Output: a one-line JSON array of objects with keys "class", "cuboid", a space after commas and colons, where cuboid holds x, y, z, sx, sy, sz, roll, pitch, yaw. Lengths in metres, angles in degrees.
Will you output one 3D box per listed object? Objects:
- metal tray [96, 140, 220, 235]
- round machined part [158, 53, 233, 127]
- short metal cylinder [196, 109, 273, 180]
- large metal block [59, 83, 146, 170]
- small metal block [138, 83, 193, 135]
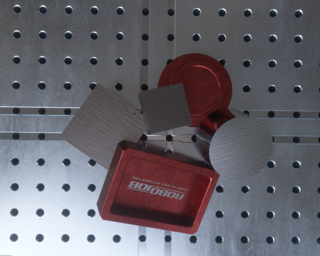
[{"class": "metal tray", "cuboid": [-0.001, 0.076, 0.382, 0.131, 0.030, 0.089, 17, 97, -22]}, {"class": "round machined part", "cuboid": [0.046, -0.050, 0.405, 0.099, 0.042, 0.097, 0, 90, 0]}, {"class": "short metal cylinder", "cuboid": [0.092, 0.019, 0.390, 0.081, 0.050, 0.079, -3, 104, -11]}, {"class": "large metal block", "cuboid": [-0.066, 0.001, 0.400, 0.080, 0.050, 0.080, 36, 90, 0]}, {"class": "small metal block", "cuboid": [0.006, -0.022, 0.367, 0.050, 0.025, 0.050, -13, 87, -11]}]
